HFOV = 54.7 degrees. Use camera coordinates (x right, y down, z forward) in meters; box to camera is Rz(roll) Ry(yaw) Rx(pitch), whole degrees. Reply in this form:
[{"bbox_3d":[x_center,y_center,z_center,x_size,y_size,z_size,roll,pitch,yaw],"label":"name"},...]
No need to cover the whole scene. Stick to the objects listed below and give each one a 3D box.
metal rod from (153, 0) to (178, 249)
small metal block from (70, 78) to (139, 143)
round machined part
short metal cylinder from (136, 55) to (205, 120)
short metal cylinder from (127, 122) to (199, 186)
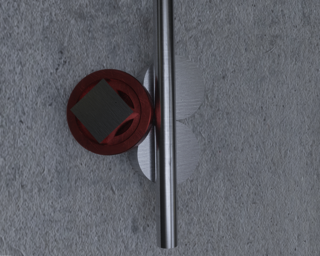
[{"bbox_3d":[0.006,-0.014,0.360,0.025,0.025,0.298,-1,90,-20],"label":"metal rod"},{"bbox_3d":[-0.061,-0.018,0.345,0.050,0.025,0.050,-43,82,4],"label":"small metal block"},{"bbox_3d":[-0.055,-0.017,0.367,0.098,0.042,0.097,0,88,9],"label":"round machined part"},{"bbox_3d":[0.010,-0.050,0.401,0.081,0.050,0.079,0,90,-20],"label":"short metal cylinder"},{"bbox_3d":[0.003,0.030,0.398,0.081,0.050,0.080,0,89,-20],"label":"short metal cylinder"}]
